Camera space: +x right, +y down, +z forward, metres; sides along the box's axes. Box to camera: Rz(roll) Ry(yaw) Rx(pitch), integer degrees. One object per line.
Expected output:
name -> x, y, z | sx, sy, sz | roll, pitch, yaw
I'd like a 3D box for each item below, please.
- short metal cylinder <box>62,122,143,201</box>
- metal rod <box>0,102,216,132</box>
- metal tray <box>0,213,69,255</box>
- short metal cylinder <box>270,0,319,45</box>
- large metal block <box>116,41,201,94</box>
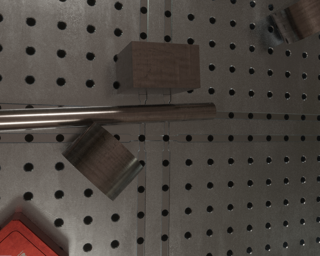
short metal cylinder -> -0.066, 0.039, 0.360 | 0.080, 0.080, 0.050 | 47, 76, -15
metal rod -> -0.068, -0.015, 0.388 | 0.303, 0.025, 0.025 | -4, 92, -20
metal tray -> -0.179, 0.173, 0.344 | 0.130, 0.030, 0.090 | -44, 104, -15
short metal cylinder -> 0.216, -0.168, 0.465 | 0.080, 0.080, 0.050 | -35, 102, -17
large metal block -> -0.005, -0.070, 0.382 | 0.081, 0.080, 0.050 | -2, 91, -20
